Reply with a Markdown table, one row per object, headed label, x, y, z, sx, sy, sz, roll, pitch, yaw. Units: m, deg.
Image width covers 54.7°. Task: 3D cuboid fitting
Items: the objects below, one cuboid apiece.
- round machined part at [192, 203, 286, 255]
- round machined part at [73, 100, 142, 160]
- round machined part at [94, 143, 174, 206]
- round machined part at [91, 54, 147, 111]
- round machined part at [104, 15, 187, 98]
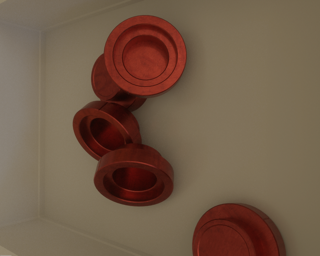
| label | x | y | z | sx | sy | sz | roll | pitch | yaw |
| --- | --- | --- | --- | --- | --- | --- | --- | --- | --- |
| round machined part | 0.075 | 0.128 | 0.322 | 0.098 | 0.042 | 0.098 | -10 | 74 | 37 |
| round machined part | -0.068 | 0.004 | 0.430 | 0.098 | 0.042 | 0.097 | 17 | 131 | 20 |
| round machined part | -0.031 | 0.057 | 0.396 | 0.098 | 0.098 | 0.042 | -36 | 33 | 34 |
| round machined part | -0.061 | -0.071 | 0.444 | 0.098 | 0.042 | 0.097 | 0 | 90 | 39 |
| round machined part | -0.018 | -0.085 | 0.387 | 0.099 | 0.042 | 0.097 | 0 | 87 | -1 |
